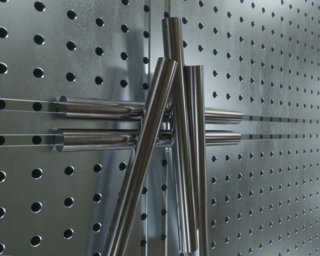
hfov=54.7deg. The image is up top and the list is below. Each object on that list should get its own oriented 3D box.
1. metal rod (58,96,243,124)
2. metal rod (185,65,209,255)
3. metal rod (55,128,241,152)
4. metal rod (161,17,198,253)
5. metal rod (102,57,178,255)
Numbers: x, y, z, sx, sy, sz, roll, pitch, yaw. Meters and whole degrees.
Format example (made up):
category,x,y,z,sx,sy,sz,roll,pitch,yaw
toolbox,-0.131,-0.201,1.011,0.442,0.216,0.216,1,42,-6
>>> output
category,x,y,z,sx,sy,sz,roll,pitch,yaw
metal rod,0.013,-0.020,0.423,0.302,0.025,0.025,1,90,-40
metal rod,0.052,0.065,0.431,0.025,0.025,0.298,-14,106,-40
metal rod,0.010,0.014,0.420,0.302,0.025,0.025,1,90,-40
metal rod,0.026,0.012,0.401,0.025,0.025,0.298,-8,95,-40
metal rod,-0.030,0.063,0.362,0.025,0.025,0.299,19,85,-39
